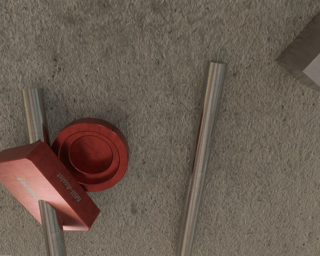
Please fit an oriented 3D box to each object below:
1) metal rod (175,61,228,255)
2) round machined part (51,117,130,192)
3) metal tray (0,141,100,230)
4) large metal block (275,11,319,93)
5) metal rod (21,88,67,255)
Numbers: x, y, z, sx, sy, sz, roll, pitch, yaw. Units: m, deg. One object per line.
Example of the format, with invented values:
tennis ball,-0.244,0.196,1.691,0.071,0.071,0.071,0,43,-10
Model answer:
metal rod,0.053,0.058,0.431,0.025,0.025,0.298,6,110,-3
round machined part,-0.089,0.032,0.411,0.099,0.042,0.097,0,110,-1
metal tray,-0.150,0.081,0.405,0.090,0.030,0.130,-11,122,32
large metal block,0.191,-0.087,0.351,0.050,0.080,0.080,36,106,-13
metal rod,-0.146,0.098,0.406,0.025,0.025,0.298,-6,96,2
